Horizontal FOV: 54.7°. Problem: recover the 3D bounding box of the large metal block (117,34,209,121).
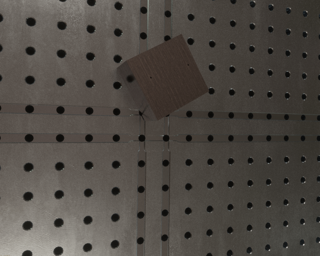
[{"bbox_3d":[0.003,-0.063,0.402,0.080,0.050,0.080,-31,100,-18],"label":"large metal block"}]
